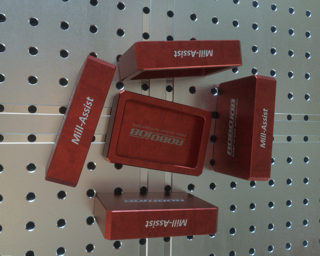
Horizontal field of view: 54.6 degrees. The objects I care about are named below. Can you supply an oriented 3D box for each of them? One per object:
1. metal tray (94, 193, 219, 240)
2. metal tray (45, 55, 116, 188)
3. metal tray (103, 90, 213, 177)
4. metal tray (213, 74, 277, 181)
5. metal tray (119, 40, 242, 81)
[{"bbox_3d":[-0.008,0.102,0.375,0.131,0.090,0.030,4,89,-20],"label":"metal tray"},{"bbox_3d":[-0.091,-0.007,0.344,0.030,0.090,0.130,19,83,-19],"label":"metal tray"},{"bbox_3d":[-0.001,0.009,0.408,0.131,0.030,0.090,12,86,-20],"label":"metal tray"},{"bbox_3d":[0.111,0.000,0.418,0.030,0.090,0.129,5,88,-20],"label":"metal tray"},{"bbox_3d":[0.023,-0.083,0.385,0.131,0.090,0.030,-7,93,-20],"label":"metal tray"}]
